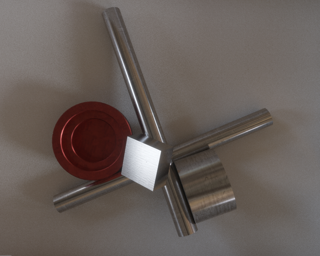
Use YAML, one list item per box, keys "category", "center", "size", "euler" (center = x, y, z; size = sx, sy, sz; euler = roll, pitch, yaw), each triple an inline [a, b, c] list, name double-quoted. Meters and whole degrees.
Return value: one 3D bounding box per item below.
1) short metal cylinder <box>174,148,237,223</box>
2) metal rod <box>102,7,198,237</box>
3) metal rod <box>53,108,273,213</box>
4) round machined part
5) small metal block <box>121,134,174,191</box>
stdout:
- category: "short metal cylinder"
  center: [0.054, 0.071, 0.383]
  size: [0.050, 0.080, 0.080]
  euler: [-20, 90, 0]
- category: "metal rod"
  center: [-0.015, -0.013, 0.392]
  size: [0.025, 0.025, 0.299]
  euler: [-19, 83, 0]
- category: "metal rod"
  center: [0.005, 0.043, 0.410]
  size: [0.301, 0.025, 0.025]
  euler: [-23, 90, -1]
- category: "round machined part"
  center: [-0.084, 0.016, 0.401]
  size: [0.099, 0.042, 0.097]
  euler: [0, 90, -1]
- category: "small metal block"
  center: [-0.016, 0.039, 0.369]
  size: [0.050, 0.025, 0.050]
  euler: [21, 109, 32]
